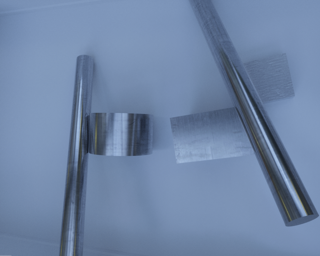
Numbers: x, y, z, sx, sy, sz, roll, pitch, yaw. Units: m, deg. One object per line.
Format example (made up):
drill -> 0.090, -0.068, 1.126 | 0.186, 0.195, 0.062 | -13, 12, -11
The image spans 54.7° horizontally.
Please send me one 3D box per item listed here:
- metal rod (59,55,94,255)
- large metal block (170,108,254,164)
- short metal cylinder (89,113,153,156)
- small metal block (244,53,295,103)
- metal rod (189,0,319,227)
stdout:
metal rod -> -0.102, 0.037, 0.386 | 0.025, 0.025, 0.299 | -12, 63, 19
large metal block -> 0.065, 0.007, 0.358 | 0.080, 0.080, 0.050 | -9, 87, 19
short metal cylinder -> -0.049, 0.007, 0.398 | 0.080, 0.080, 0.050 | 2, 91, 19
small metal block -> 0.127, -0.056, 0.366 | 0.050, 0.025, 0.050 | -11, 86, 19
metal rod -> 0.076, -0.052, 0.313 | 0.025, 0.025, 0.299 | -26, 55, 18
